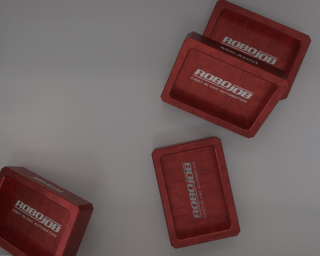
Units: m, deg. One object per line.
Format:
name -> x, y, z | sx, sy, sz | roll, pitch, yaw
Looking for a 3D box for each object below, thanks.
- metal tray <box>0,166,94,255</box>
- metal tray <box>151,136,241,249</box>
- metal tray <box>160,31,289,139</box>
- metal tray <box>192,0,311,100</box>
metal tray -> -0.155, 0.112, 0.382 | 0.130, 0.030, 0.090 | 20, 89, 23
metal tray -> 0.046, 0.082, 0.409 | 0.091, 0.030, 0.129 | -12, 90, 0
metal tray -> 0.077, -0.051, 0.385 | 0.131, 0.030, 0.089 | 23, 125, -1
metal tray -> 0.118, -0.100, 0.409 | 0.131, 0.030, 0.090 | 23, 90, 0
